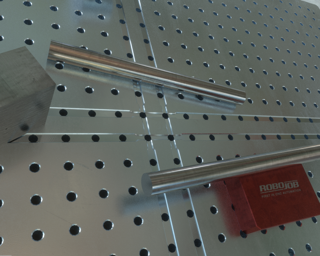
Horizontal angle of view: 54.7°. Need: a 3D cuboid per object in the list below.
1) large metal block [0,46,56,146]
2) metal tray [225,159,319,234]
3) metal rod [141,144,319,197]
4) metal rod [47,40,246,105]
[{"bbox_3d":[-0.157,-0.024,0.303,0.081,0.080,0.050,-34,81,-38],"label":"large metal block"},{"bbox_3d":[0.159,0.090,0.436,0.131,0.030,0.090,-1,62,-29],"label":"metal tray"},{"bbox_3d":[0.116,0.048,0.402,0.303,0.025,0.025,-5,64,-30],"label":"metal rod"},{"bbox_3d":[-0.003,-0.075,0.451,0.302,0.025,0.025,10,57,-23],"label":"metal rod"}]
